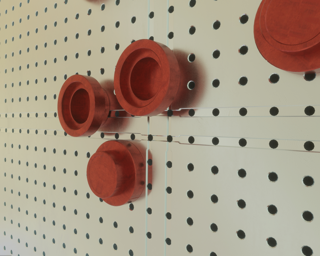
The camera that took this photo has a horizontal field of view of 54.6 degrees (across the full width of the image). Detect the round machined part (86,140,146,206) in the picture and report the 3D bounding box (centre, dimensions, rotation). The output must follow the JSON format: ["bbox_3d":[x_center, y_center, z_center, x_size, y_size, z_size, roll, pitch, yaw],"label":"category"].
[{"bbox_3d":[-0.071,0.067,0.458,0.098,0.042,0.097,0,90,40],"label":"round machined part"}]

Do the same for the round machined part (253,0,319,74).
[{"bbox_3d":[0.133,-0.101,0.288,0.098,0.042,0.097,0,90,40],"label":"round machined part"}]

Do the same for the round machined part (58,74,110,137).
[{"bbox_3d":[-0.119,-0.035,0.498,0.098,0.042,0.097,0,90,40],"label":"round machined part"}]

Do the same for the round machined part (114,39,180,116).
[{"bbox_3d":[-0.013,-0.064,0.410,0.098,0.042,0.097,0,90,40],"label":"round machined part"}]
